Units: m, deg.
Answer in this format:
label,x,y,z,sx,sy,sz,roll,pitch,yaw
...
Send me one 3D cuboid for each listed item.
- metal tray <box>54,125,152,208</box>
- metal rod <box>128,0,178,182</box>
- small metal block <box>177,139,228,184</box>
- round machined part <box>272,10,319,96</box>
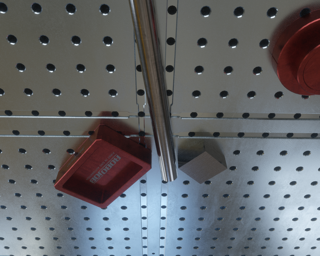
label,x,y,z,sx,sy,sz,roll,pitch,yaw
metal tray,-0.085,0.063,0.460,0.090,0.030,0.129,31,123,-24
metal rod,-0.004,-0.040,0.377,0.025,0.025,0.298,-6,130,4
small metal block,0.062,0.050,0.456,0.050,0.025,0.050,-37,122,26
round machined part,0.179,-0.075,0.339,0.099,0.042,0.097,-1,130,0
